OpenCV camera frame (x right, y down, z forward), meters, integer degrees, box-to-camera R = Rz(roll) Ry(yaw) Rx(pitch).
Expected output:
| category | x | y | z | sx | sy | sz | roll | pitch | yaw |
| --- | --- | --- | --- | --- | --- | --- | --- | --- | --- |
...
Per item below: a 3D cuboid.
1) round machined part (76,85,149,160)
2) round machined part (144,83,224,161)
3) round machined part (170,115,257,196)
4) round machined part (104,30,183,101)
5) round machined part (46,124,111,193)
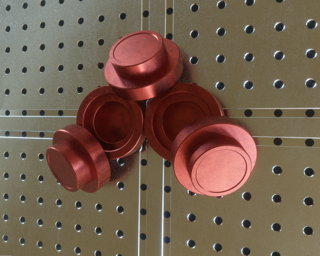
| category | x | y | z | sx | sy | sz | roll | pitch | yaw |
| --- | --- | --- | --- | --- | --- | --- | --- | --- | --- |
| round machined part | -0.060 | -0.007 | 0.423 | 0.098 | 0.042 | 0.097 | 0 | 90 | 19 |
| round machined part | 0.033 | -0.006 | 0.391 | 0.098 | 0.042 | 0.097 | 0 | 90 | 19 |
| round machined part | 0.064 | 0.038 | 0.352 | 0.099 | 0.042 | 0.097 | -4 | 117 | -7 |
| round machined part | -0.024 | -0.084 | 0.384 | 0.098 | 0.042 | 0.098 | -9 | 49 | 12 |
| round machined part | -0.116 | 0.047 | 0.418 | 0.098 | 0.042 | 0.097 | 24 | 130 | 32 |
